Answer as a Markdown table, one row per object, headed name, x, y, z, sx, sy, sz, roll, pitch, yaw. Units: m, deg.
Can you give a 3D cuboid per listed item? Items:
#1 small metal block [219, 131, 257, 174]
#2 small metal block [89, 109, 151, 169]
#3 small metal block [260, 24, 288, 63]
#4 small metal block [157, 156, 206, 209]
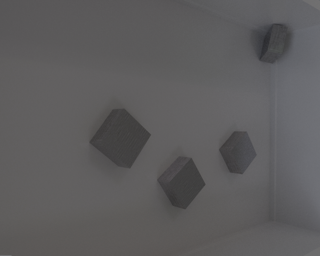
| name | x | y | z | sx | sy | sz | roll | pitch | yaw |
| --- | --- | --- | --- | --- | --- | --- | --- | --- | --- |
| small metal block | 0.131 | 0.040 | 0.516 | 0.050 | 0.025 | 0.050 | -43 | 116 | -31 |
| small metal block | -0.046 | 0.012 | 0.368 | 0.050 | 0.025 | 0.050 | 46 | 63 | -30 |
| small metal block | 0.203 | -0.150 | 0.555 | 0.025 | 0.050 | 0.050 | 14 | 83 | 4 |
| small metal block | 0.031 | 0.076 | 0.433 | 0.050 | 0.025 | 0.050 | -43 | 116 | -31 |
